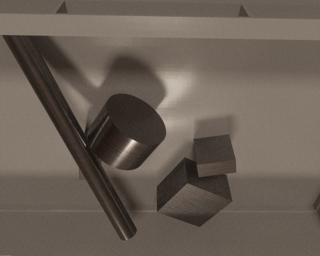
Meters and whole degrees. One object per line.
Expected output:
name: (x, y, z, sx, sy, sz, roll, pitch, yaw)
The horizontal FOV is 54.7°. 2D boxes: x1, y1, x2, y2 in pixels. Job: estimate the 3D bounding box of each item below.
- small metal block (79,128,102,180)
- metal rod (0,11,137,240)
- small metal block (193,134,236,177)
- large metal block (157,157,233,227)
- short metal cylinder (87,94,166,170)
small metal block: (-0.093, 0.037, 0.423, 0.025, 0.050, 0.050, 6, 130, -6)
metal rod: (-0.099, 0.015, 0.365, 0.025, 0.025, 0.299, -18, 112, 14)
small metal block: (0.075, 0.038, 0.426, 0.050, 0.050, 0.025, -8, 130, 6)
large metal block: (0.051, 0.101, 0.480, 0.080, 0.050, 0.080, 25, 126, -20)
short metal cylinder: (-0.040, 0.004, 0.376, 0.080, 0.080, 0.050, 26, 125, -21)
